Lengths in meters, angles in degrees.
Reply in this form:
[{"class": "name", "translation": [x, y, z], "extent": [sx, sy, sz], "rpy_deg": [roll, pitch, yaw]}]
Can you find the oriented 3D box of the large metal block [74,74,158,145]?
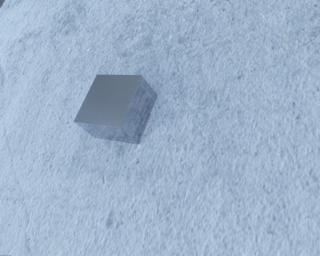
[{"class": "large metal block", "translation": [-0.061, -0.028, 0.438], "extent": [0.080, 0.050, 0.080], "rpy_deg": [7, 65, 31]}]
